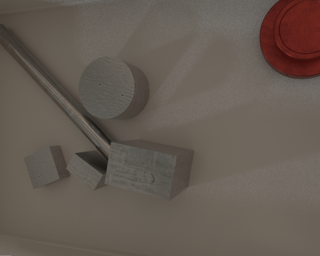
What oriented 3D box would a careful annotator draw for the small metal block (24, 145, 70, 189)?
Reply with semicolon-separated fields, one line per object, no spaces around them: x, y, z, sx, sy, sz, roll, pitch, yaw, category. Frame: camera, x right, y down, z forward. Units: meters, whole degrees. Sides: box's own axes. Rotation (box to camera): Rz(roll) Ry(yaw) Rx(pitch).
-0.171;0.059;0.469;0.050;0.025;0.050;-23;83;18;small metal block

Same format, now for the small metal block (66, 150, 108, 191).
-0.091;0.057;0.428;0.050;0.050;0.025;34;101;16;small metal block

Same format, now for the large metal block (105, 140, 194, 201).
-0.010;0.047;0.384;0.080;0.080;0.050;10;94;19;large metal block

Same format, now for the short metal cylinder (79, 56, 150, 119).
-0.061;-0.052;0.417;0.080;0.050;0.079;0;90;19;short metal cylinder

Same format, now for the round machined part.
0.162;-0.106;0.344;0.098;0.042;0.097;0;90;19;round machined part

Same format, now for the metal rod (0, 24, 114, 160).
-0.157;-0.055;0.464;0.300;0.025;0.025;45;104;14;metal rod
